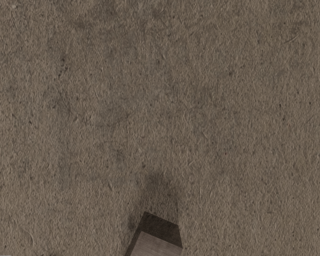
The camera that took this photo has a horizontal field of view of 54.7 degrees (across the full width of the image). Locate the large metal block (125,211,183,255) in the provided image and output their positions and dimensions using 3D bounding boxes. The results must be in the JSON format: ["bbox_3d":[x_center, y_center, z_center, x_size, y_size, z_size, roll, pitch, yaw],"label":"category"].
[{"bbox_3d":[-0.014,0.160,0.382,0.050,0.080,0.080,24,90,-1],"label":"large metal block"}]
